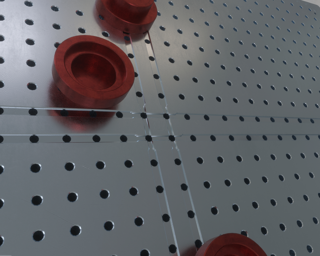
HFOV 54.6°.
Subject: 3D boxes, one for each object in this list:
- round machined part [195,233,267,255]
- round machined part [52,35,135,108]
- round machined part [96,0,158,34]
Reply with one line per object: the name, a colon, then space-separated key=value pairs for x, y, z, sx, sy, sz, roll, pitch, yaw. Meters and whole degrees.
round machined part: x=0.075 y=0.168 z=0.335 sx=0.099 sy=0.042 sz=0.098 roll=13 pitch=56 yaw=-21
round machined part: x=-0.085 y=-0.066 z=0.391 sx=0.099 sy=0.042 sz=0.098 roll=13 pitch=56 yaw=-21
round machined part: x=-0.048 y=-0.202 z=0.494 sx=0.099 sy=0.042 sz=0.098 roll=13 pitch=56 yaw=-21
